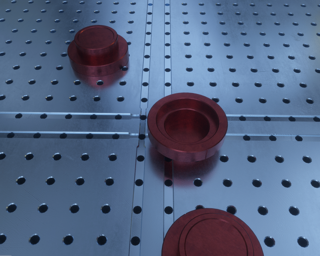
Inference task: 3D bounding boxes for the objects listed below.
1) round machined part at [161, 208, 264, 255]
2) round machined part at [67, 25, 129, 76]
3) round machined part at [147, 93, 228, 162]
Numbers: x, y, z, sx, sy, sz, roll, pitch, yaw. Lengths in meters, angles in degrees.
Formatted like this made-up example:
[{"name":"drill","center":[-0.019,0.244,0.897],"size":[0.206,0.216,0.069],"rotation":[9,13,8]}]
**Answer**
[{"name":"round machined part","center":[0.050,0.121,0.295],"size":[0.099,0.042,0.098],"rotation":[0,50,0]},{"name":"round machined part","center":[-0.102,-0.132,0.506],"size":[0.099,0.042,0.098],"rotation":[0,50,0]},{"name":"round machined part","center":[0.034,0.003,0.394],"size":[0.099,0.042,0.098],"rotation":[0,50,0]}]
